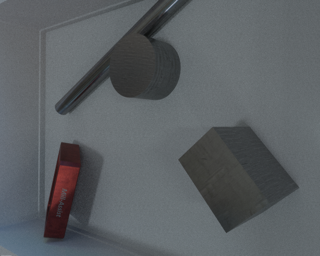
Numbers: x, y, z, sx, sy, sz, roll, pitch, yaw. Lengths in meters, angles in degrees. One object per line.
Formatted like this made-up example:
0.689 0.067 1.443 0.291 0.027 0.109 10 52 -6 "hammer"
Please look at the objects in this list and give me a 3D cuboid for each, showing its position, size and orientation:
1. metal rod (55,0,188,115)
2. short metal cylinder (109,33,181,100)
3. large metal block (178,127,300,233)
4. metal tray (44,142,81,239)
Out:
-0.071 -0.103 0.462 0.299 0.025 0.025 -34 69 34 "metal rod"
-0.020 -0.078 0.405 0.080 0.050 0.079 0 90 39 "short metal cylinder"
0.078 0.045 0.305 0.050 0.081 0.080 -48 62 29 "large metal block"
-0.159 0.099 0.502 0.090 0.030 0.129 -133 57 -67 "metal tray"
